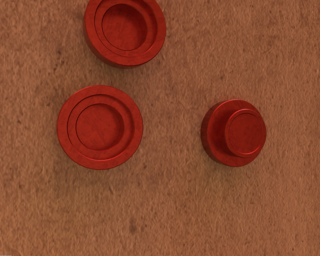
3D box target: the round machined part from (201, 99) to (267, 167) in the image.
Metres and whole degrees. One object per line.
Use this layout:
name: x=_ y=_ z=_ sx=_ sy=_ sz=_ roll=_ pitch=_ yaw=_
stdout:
round machined part: x=0.112 y=0.007 z=0.443 sx=0.099 sy=0.042 sz=0.097 roll=0 pitch=90 yaw=-21

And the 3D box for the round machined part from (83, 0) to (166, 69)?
round machined part: x=-0.045 y=-0.122 z=0.384 sx=0.099 sy=0.042 sz=0.097 roll=0 pitch=90 yaw=-21

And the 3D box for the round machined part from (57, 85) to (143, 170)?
round machined part: x=-0.073 y=-0.001 z=0.374 sx=0.099 sy=0.042 sz=0.097 roll=0 pitch=90 yaw=-21
